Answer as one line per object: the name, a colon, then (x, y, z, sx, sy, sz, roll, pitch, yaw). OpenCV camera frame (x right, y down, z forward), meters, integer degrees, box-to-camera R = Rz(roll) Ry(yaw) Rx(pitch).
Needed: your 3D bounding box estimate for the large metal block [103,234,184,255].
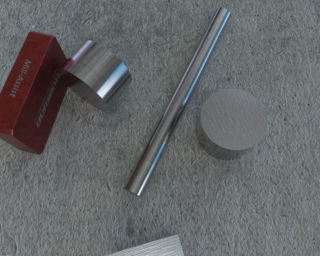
large metal block: (-0.009, 0.167, 0.334, 0.081, 0.050, 0.080, -14, 71, -5)

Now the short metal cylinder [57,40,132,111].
short metal cylinder: (-0.084, -0.066, 0.403, 0.080, 0.080, 0.050, 33, 73, 11)

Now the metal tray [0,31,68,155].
metal tray: (-0.155, -0.041, 0.387, 0.030, 0.090, 0.130, 13, 71, 5)

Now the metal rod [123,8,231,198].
metal rod: (0.031, -0.047, 0.425, 0.025, 0.025, 0.300, 24, 72, 8)

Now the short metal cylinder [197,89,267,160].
short metal cylinder: (0.089, -0.003, 0.397, 0.081, 0.050, 0.080, 0, 70, 0)
